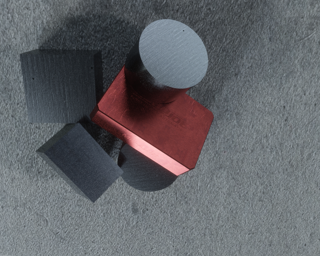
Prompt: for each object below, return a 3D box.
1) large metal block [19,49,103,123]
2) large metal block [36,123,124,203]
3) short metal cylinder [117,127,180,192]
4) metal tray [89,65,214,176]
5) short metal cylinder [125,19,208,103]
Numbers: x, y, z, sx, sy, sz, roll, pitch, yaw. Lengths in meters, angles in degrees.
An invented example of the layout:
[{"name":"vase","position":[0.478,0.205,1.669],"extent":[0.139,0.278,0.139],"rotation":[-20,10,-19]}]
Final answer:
[{"name":"large metal block","position":[-0.114,-0.052,0.375],"extent":[0.081,0.050,0.079],"rotation":[1,110,-1]},{"name":"large metal block","position":[-0.103,0.042,0.389],"extent":[0.050,0.080,0.080],"rotation":[-46,108,-22]},{"name":"short metal cylinder","position":[-0.013,0.037,0.412],"extent":[0.081,0.050,0.079],"rotation":[0,110,0]},{"name":"metal tray","position":[-0.005,-0.014,0.372],"extent":[0.130,0.090,0.030],"rotation":[34,146,-12]},{"name":"short metal cylinder","position":[0.006,-0.073,0.350],"extent":[0.081,0.050,0.080],"rotation":[6,74,-22]}]
